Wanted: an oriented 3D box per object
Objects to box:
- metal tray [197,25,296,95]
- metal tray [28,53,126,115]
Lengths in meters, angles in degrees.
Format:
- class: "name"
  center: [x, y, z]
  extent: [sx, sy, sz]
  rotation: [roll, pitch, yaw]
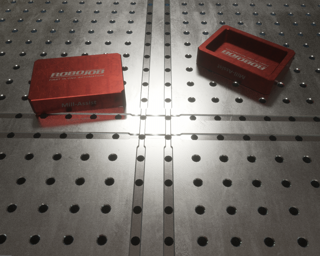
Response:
- class: "metal tray"
  center: [0.137, -0.114, 0.501]
  extent: [0.130, 0.030, 0.090]
  rotation: [30, 56, 22]
- class: "metal tray"
  center: [-0.120, -0.068, 0.460]
  extent: [0.131, 0.030, 0.090]
  rotation: [-6, 50, -6]
